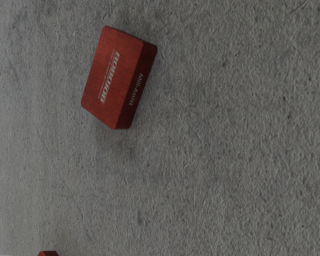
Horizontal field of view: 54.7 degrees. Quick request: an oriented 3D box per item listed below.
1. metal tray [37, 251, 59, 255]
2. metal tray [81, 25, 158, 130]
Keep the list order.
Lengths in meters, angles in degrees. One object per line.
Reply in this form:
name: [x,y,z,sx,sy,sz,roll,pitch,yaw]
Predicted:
metal tray: [-0.187,0.289,0.533,0.130,0.030,0.090,31,92,40]
metal tray: [-0.064,-0.073,0.455,0.090,0.030,0.129,33,111,35]
